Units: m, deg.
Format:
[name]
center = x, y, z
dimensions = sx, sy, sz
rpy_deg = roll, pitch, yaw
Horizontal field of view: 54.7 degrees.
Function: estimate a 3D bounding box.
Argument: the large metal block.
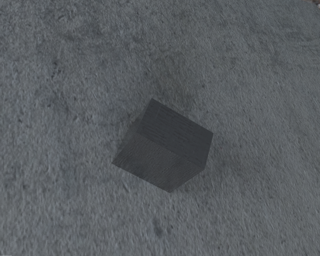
[large metal block]
center = 0.001, 0.024, 0.356
dimensions = 0.080, 0.080, 0.050
rpy_deg = 29, 52, -10
